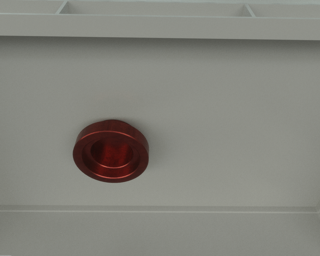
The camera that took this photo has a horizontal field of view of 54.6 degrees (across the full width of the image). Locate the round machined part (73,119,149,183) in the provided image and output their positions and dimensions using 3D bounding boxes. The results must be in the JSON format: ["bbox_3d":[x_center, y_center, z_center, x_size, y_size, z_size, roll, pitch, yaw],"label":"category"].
[{"bbox_3d":[-0.064,0.027,0.420,0.099,0.042,0.097,0,130,0],"label":"round machined part"}]
